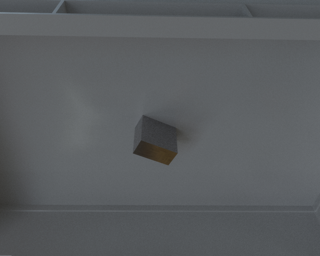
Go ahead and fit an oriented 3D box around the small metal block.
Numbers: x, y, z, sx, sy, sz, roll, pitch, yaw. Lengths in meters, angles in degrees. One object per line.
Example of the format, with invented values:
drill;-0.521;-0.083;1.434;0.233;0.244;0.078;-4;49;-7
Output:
small metal block;-0.006;0.016;0.406;0.050;0.050;0.025;21;127;-17
